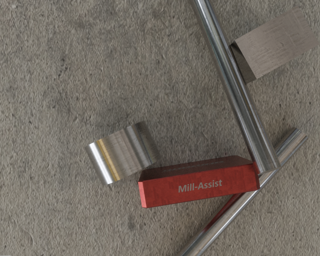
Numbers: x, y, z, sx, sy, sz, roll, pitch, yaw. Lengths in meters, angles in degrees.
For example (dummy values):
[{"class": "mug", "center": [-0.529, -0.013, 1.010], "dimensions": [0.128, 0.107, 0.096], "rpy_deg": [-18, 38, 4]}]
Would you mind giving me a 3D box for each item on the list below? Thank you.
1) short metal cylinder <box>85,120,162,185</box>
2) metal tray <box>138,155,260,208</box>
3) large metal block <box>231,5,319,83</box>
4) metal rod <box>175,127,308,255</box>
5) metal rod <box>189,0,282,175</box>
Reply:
[{"class": "short metal cylinder", "center": [-0.045, 0.030, 0.382], "dimensions": [0.080, 0.080, 0.050], "rpy_deg": [-25, 90, 0]}, {"class": "metal tray", "center": [0.043, 0.062, 0.378], "dimensions": [0.131, 0.090, 0.030], "rpy_deg": [-9, 90, -1]}, {"class": "large metal block", "center": [0.130, -0.096, 0.384], "dimensions": [0.080, 0.080, 0.050], "rpy_deg": [-29, 90, 0]}, {"class": "metal rod", "center": [0.085, 0.117, 0.411], "dimensions": [0.025, 0.025, 0.300], "rpy_deg": [43, 90, -1]}, {"class": "metal rod", "center": [0.071, -0.092, 0.365], "dimensions": [0.025, 0.025, 0.299], "rpy_deg": [-17, 72, 0]}]
